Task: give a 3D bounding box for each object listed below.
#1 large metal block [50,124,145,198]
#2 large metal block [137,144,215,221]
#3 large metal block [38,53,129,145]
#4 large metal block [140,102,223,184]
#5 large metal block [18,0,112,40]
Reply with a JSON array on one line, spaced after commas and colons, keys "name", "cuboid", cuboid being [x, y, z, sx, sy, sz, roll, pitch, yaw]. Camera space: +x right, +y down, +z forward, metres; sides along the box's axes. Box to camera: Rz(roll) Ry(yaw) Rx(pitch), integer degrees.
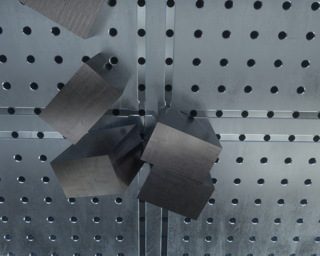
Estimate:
[{"name": "large metal block", "cuboid": [-0.072, 0.040, 0.386, 0.080, 0.080, 0.050, -9, 111, 23]}, {"name": "large metal block", "cuboid": [0.019, 0.065, 0.408, 0.080, 0.080, 0.050, 23, 108, -9]}, {"name": "large metal block", "cuboid": [-0.086, -0.038, 0.369, 0.050, 0.080, 0.080, 42, 105, -14]}, {"name": "large metal block", "cuboid": [0.024, 0.016, 0.390, 0.080, 0.080, 0.050, 23, 108, -9]}, {"name": "large metal block", "cuboid": [-0.096, -0.156, 0.341, 0.080, 0.050, 0.080, 29, 107, -11]}]
